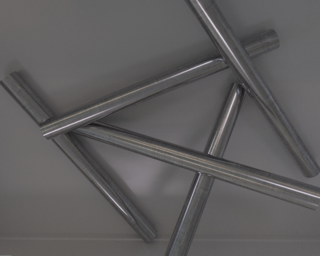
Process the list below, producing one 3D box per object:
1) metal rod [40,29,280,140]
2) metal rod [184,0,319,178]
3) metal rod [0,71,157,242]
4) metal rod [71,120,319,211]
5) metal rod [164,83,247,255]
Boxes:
[{"bbox_3d":[-0.002,-0.052,0.378,0.301,0.025,0.025,-22,109,2],"label":"metal rod"},{"bbox_3d":[0.121,-0.041,0.373,0.025,0.025,0.300,-36,115,12],"label":"metal rod"},{"bbox_3d":[-0.102,0.050,0.428,0.025,0.025,0.300,-34,107,12],"label":"metal rod"},{"bbox_3d":[0.026,0.034,0.367,0.301,0.025,0.025,16,111,17],"label":"metal rod"},{"bbox_3d":[0.045,0.086,0.378,0.025,0.025,0.299,23,83,-8],"label":"metal rod"}]
